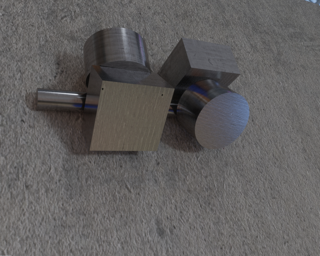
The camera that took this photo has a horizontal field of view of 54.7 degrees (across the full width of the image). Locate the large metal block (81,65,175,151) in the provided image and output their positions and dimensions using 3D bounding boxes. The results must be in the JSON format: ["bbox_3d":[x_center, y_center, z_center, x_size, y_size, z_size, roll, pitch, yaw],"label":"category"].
[{"bbox_3d":[-0.039,-0.021,0.354,0.081,0.079,0.050,3,26,-27],"label":"large metal block"}]

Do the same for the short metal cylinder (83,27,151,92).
[{"bbox_3d":[-0.053,-0.078,0.388,0.081,0.080,0.050,3,60,-27],"label":"short metal cylinder"}]

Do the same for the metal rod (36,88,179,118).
[{"bbox_3d":[-0.006,-0.028,0.421,0.303,0.025,0.025,2,61,-27],"label":"metal rod"}]

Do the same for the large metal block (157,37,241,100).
[{"bbox_3d":[0.053,-0.078,0.445,0.081,0.080,0.050,1,61,-28],"label":"large metal block"}]

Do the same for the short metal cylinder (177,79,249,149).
[{"bbox_3d":[0.069,-0.019,0.411,0.081,0.079,0.050,2,26,-27],"label":"short metal cylinder"}]
